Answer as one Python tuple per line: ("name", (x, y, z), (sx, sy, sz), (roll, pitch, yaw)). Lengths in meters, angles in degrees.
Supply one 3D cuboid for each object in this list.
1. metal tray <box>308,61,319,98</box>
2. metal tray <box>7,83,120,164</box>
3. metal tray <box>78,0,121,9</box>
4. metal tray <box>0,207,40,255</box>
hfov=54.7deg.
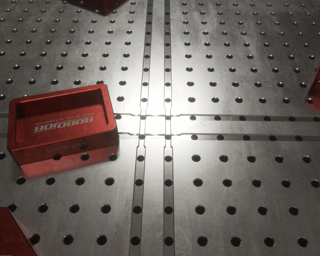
("metal tray", (0.295, -0.086, 0.481), (0.090, 0.030, 0.130), (24, 54, 18))
("metal tray", (-0.127, -0.009, 0.410), (0.131, 0.030, 0.090), (-12, 51, -10))
("metal tray", (-0.139, -0.301, 0.656), (0.130, 0.030, 0.090), (25, 54, 19))
("metal tray", (-0.150, 0.147, 0.279), (0.091, 0.030, 0.130), (-34, 58, -26))
